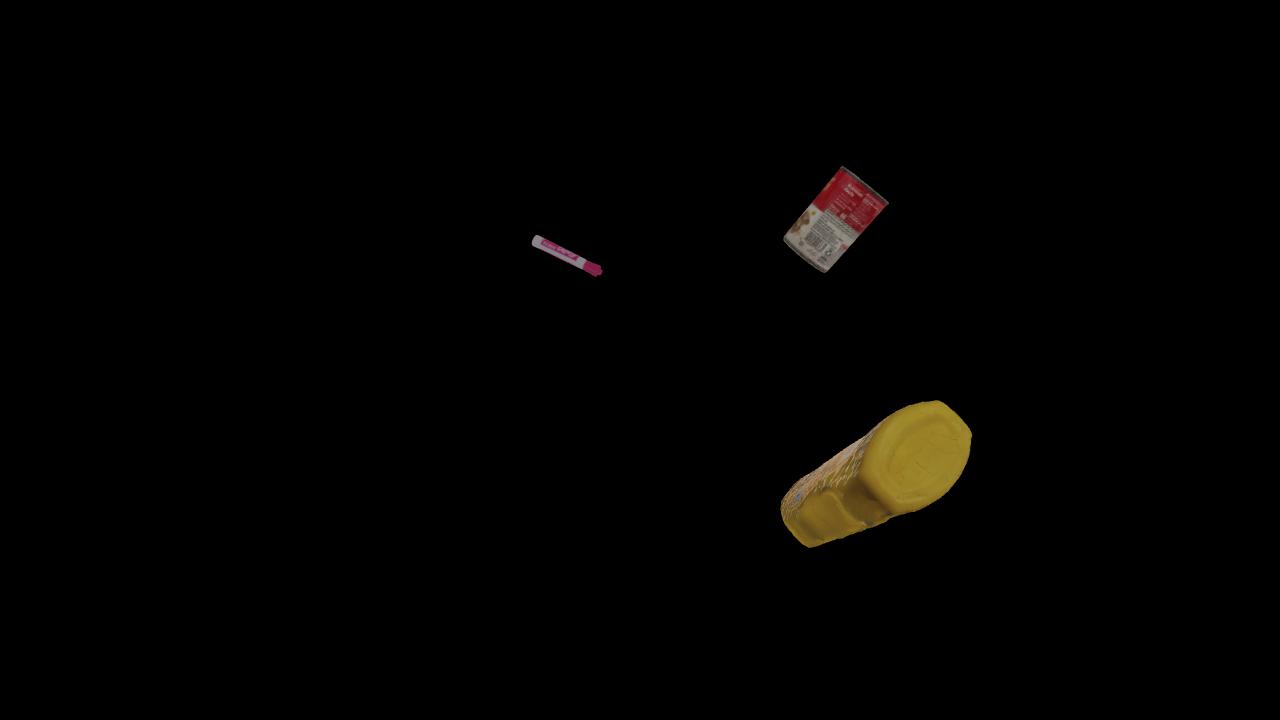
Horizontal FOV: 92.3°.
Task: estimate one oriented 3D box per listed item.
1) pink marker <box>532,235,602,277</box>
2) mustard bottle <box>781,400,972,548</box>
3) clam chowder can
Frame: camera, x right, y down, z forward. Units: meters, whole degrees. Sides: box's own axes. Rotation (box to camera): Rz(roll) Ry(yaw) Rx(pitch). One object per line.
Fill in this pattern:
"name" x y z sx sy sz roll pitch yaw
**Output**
"pink marker" -0.112 -0.161 0.954 0.121 0.020 0.020 27 5 10
"mustard bottle" 0.149 0.095 0.446 0.092 0.054 0.184 -39 -12 -27
"clam chowder can" 0.222 -0.159 0.704 0.068 0.102 0.068 32 23 -15
